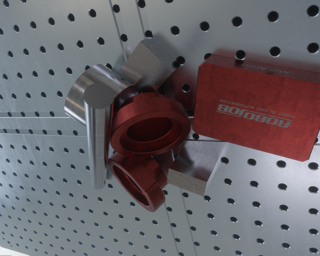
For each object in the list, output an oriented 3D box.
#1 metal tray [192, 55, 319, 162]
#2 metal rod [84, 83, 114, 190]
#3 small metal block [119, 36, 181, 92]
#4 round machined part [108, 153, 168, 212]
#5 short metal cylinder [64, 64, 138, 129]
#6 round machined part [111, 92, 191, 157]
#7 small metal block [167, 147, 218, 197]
[{"bbox_3d":[0.105,-0.023,0.338,0.130,0.030,0.089,15,125,19],"label":"metal tray"},{"bbox_3d":[-0.078,0.033,0.392,0.025,0.025,0.299,35,154,5],"label":"metal rod"},{"bbox_3d":[-0.013,-0.072,0.373,0.050,0.025,0.050,44,129,-2],"label":"small metal block"},{"bbox_3d":[-0.027,0.068,0.439,0.098,0.042,0.098,40,156,22],"label":"round machined part"},{"bbox_3d":[-0.072,-0.033,0.391,0.050,0.080,0.079,35,129,12],"label":"short metal cylinder"},{"bbox_3d":[-0.015,-0.007,0.382,0.099,0.042,0.098,-11,147,-7],"label":"round machined part"},{"bbox_3d":[0.043,0.056,0.407,0.050,0.050,0.025,18,126,17],"label":"small metal block"}]
